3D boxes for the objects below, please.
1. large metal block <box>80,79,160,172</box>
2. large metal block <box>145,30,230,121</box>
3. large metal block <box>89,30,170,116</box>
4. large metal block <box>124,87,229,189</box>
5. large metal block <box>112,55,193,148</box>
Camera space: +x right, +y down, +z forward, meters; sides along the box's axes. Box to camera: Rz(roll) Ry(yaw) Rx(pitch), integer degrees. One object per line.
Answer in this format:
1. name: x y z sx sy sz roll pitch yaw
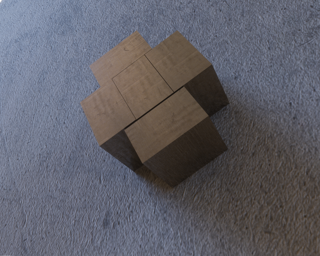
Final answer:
1. large metal block: -0.047 -0.002 0.395 0.050 0.080 0.080 -36 51 4
2. large metal block: 0.035 -0.061 0.389 0.050 0.080 0.080 -36 51 4
3. large metal block: -0.036 -0.073 0.433 0.080 0.080 0.050 -36 51 4
4. large metal block: 0.021 0.014 0.350 0.080 0.080 0.050 -36 51 4
5. large metal block: -0.006 -0.031 0.392 0.050 0.080 0.080 -36 51 4
